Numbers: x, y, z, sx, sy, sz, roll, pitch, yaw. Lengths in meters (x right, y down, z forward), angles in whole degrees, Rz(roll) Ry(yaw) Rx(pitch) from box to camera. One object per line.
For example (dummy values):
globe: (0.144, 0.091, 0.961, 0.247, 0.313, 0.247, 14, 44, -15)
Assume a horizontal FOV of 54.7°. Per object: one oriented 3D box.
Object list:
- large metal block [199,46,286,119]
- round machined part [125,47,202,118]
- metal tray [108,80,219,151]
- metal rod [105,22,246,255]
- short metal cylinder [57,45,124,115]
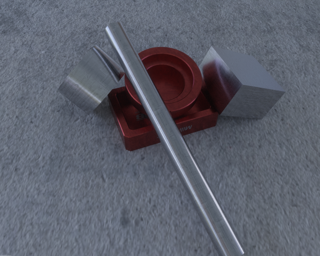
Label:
large metal block: (0.105, -0.060, 0.418, 0.081, 0.050, 0.080, 3, 45, -33)
round machined part: (0.003, -0.055, 0.409, 0.099, 0.042, 0.098, 2, 65, -4)
metal tray: (0.003, -0.027, 0.424, 0.131, 0.030, 0.090, -16, 52, -14)
metal rod: (0.006, 0.000, 0.348, 0.025, 0.025, 0.299, -22, 70, -17)
short metal cylinder: (-0.090, -0.064, 0.413, 0.050, 0.080, 0.080, 40, 53, -14)
